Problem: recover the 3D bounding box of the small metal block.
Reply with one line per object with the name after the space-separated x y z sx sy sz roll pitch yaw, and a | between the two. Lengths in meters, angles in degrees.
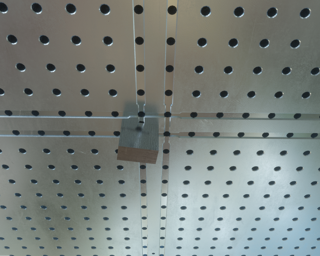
-0.029 0.018 0.411 0.050 0.050 0.025 7 130 -7 | small metal block
